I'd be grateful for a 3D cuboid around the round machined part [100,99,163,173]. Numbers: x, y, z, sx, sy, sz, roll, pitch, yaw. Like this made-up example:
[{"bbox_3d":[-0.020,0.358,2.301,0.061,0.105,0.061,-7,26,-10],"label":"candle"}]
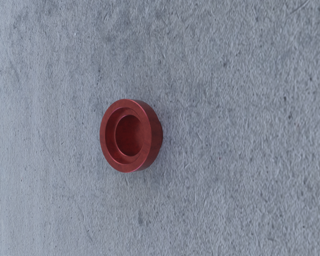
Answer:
[{"bbox_3d":[-0.035,0.010,0.424,0.098,0.042,0.097,0,90,40],"label":"round machined part"}]
